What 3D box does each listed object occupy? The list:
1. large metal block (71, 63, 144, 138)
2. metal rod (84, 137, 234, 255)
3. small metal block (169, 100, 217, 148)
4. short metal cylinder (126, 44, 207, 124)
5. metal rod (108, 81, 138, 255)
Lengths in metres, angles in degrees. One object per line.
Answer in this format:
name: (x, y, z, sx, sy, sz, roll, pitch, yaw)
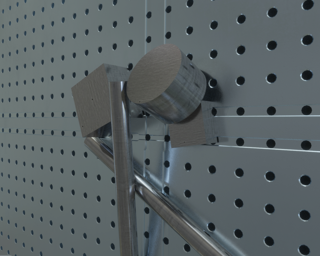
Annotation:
large metal block: (-0.079, -0.037, 0.456, 0.080, 0.050, 0.080, -26, 74, 36)
metal rod: (-0.009, 0.093, 0.415, 0.300, 0.025, 0.025, 36, 112, 34)
small metal block: (0.038, -0.003, 0.376, 0.050, 0.025, 0.050, -11, 83, 39)
short metal cylinder: (0.007, -0.051, 0.366, 0.080, 0.050, 0.080, -24, 49, 31)
metal rod: (-0.046, 0.088, 0.412, 0.025, 0.025, 0.298, 7, 105, 39)
